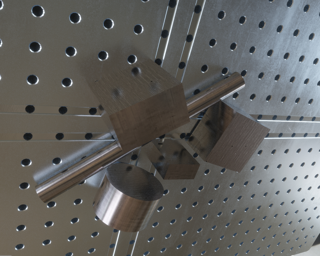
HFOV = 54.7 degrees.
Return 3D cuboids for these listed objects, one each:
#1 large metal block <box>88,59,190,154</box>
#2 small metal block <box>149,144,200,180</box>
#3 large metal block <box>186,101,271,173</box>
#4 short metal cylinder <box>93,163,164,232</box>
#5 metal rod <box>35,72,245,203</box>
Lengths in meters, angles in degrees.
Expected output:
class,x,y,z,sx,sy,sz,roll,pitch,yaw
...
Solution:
class,x,y,z,sx,sy,sz,roll,pitch,yaw
large metal block,-0.025,-0.028,0.347,0.080,0.080,0.050,-25,128,-13
small metal block,0.020,0.048,0.437,0.050,0.050,0.025,5,116,-31
large metal block,0.100,0.012,0.456,0.080,0.050,0.080,21,107,-36
short metal cylinder,-0.042,0.090,0.409,0.081,0.080,0.050,12,112,-34
metal rod,-0.018,0.007,0.406,0.301,0.025,0.025,-30,129,-9
